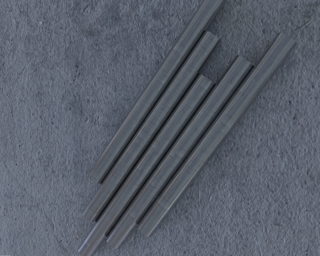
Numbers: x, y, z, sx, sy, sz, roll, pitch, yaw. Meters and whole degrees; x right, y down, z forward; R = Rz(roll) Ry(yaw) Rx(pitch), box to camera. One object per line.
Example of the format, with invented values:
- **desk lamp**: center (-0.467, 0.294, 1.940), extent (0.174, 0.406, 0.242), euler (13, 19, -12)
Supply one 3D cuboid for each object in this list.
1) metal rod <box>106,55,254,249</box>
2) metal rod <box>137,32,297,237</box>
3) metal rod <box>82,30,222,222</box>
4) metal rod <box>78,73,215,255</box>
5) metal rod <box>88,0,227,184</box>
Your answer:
- **metal rod**: center (0.019, 0.039, 0.402), extent (0.025, 0.025, 0.299), euler (38, 102, 15)
- **metal rod**: center (0.064, 0.017, 0.387), extent (0.025, 0.025, 0.299), euler (38, 102, 15)
- **metal rod**: center (-0.016, 0.006, 0.415), extent (0.025, 0.025, 0.299), euler (38, 102, 15)
- **metal rod**: center (-0.023, 0.059, 0.418), extent (0.025, 0.025, 0.299), euler (38, 102, 15)
- **metal rod**: center (-0.008, -0.049, 0.412), extent (0.025, 0.025, 0.299), euler (38, 102, 15)
